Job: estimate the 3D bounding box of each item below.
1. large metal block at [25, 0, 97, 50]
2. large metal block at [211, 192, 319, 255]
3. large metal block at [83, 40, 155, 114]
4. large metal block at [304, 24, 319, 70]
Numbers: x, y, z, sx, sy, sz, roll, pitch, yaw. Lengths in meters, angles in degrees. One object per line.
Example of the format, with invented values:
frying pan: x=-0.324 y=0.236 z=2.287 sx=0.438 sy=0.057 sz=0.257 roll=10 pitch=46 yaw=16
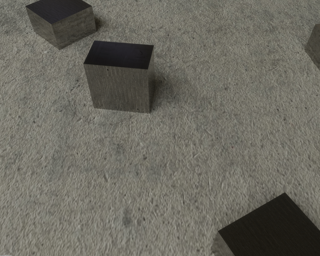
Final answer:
large metal block: x=-0.173 y=-0.192 z=0.547 sx=0.080 sy=0.050 sz=0.080 roll=37 pitch=59 yaw=27
large metal block: x=0.106 y=0.120 z=0.287 sx=0.081 sy=0.050 sz=0.080 roll=-23 pitch=54 yaw=-18
large metal block: x=-0.051 y=-0.068 z=0.425 sx=0.080 sy=0.080 sz=0.050 roll=6 pitch=50 yaw=5
large metal block: x=0.295 y=-0.125 z=0.494 sx=0.081 sy=0.050 sz=0.080 roll=-7 pitch=50 yaw=-6
